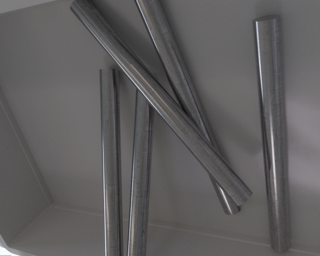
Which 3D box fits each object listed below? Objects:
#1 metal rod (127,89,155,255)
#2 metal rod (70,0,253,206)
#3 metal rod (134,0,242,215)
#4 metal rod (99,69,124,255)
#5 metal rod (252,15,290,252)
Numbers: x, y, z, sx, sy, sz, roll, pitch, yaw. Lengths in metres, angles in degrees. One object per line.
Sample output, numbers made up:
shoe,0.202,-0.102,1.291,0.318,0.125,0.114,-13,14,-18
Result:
metal rod,-0.026,0.096,0.398,0.025,0.025,0.298,5,94,25
metal rod,0.000,-0.033,0.362,0.300,0.025,0.025,50,129,3
metal rod,0.041,-0.018,0.376,0.025,0.025,0.299,-12,113,33
metal rod,-0.063,0.074,0.411,0.025,0.025,0.298,1,95,27
metal rod,0.131,0.027,0.356,0.025,0.025,0.298,1,119,28
